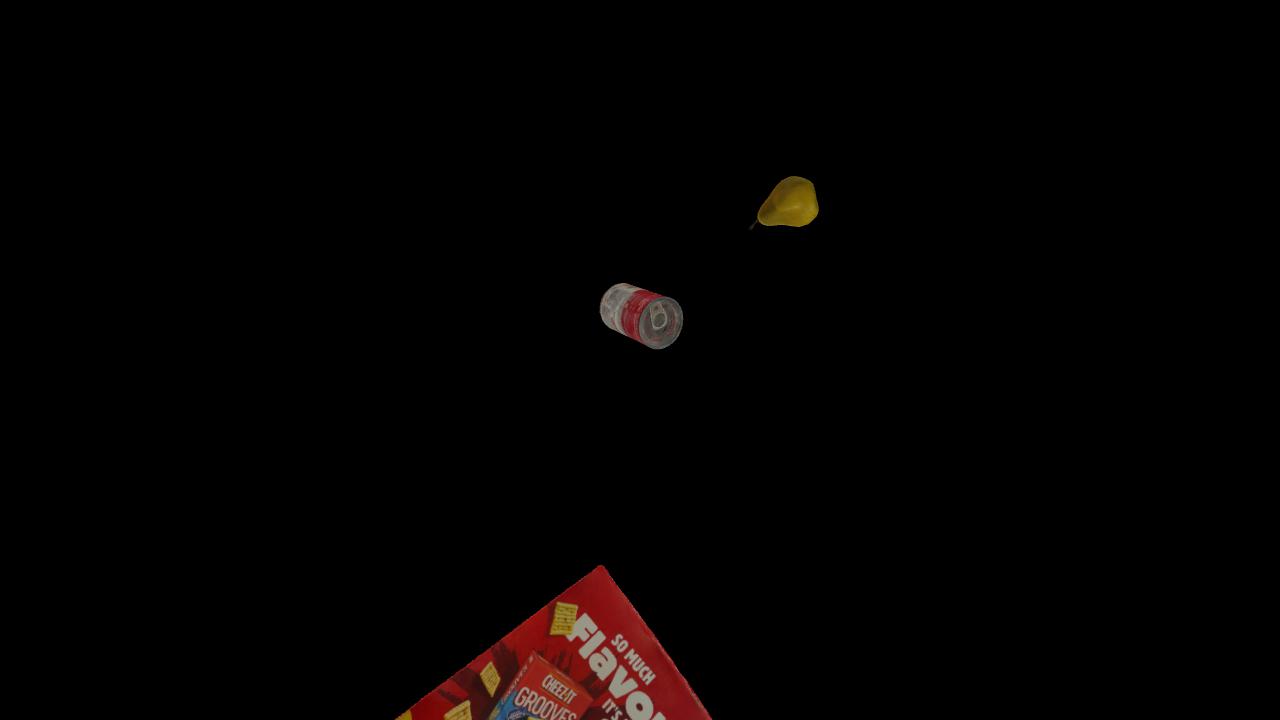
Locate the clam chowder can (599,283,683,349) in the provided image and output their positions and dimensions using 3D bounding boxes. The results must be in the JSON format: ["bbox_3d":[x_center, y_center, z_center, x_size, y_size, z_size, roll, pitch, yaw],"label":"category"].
[{"bbox_3d":[-0.001,-0.059,0.803,0.068,0.068,0.102,0,16,-35],"label":"clam chowder can"}]

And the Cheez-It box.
[{"bbox_3d":[-0.070,0.293,0.465,0.223,0.166,0.071,-34,-23,-16],"label":"Cheez-It box"}]

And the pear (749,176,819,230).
[{"bbox_3d":[0.222,-0.242,0.971,0.111,0.080,0.080,-14,-4,17],"label":"pear"}]
